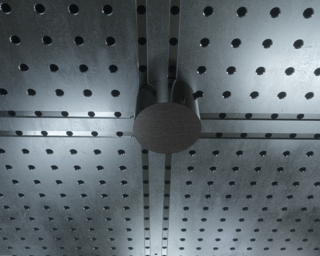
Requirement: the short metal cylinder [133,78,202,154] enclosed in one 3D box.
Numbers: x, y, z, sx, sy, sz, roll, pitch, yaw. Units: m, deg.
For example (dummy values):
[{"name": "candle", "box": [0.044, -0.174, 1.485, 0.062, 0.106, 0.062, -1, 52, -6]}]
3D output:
[{"name": "short metal cylinder", "box": [0.009, -0.014, 0.383, 0.080, 0.050, 0.080, 0, 130, 0]}]
